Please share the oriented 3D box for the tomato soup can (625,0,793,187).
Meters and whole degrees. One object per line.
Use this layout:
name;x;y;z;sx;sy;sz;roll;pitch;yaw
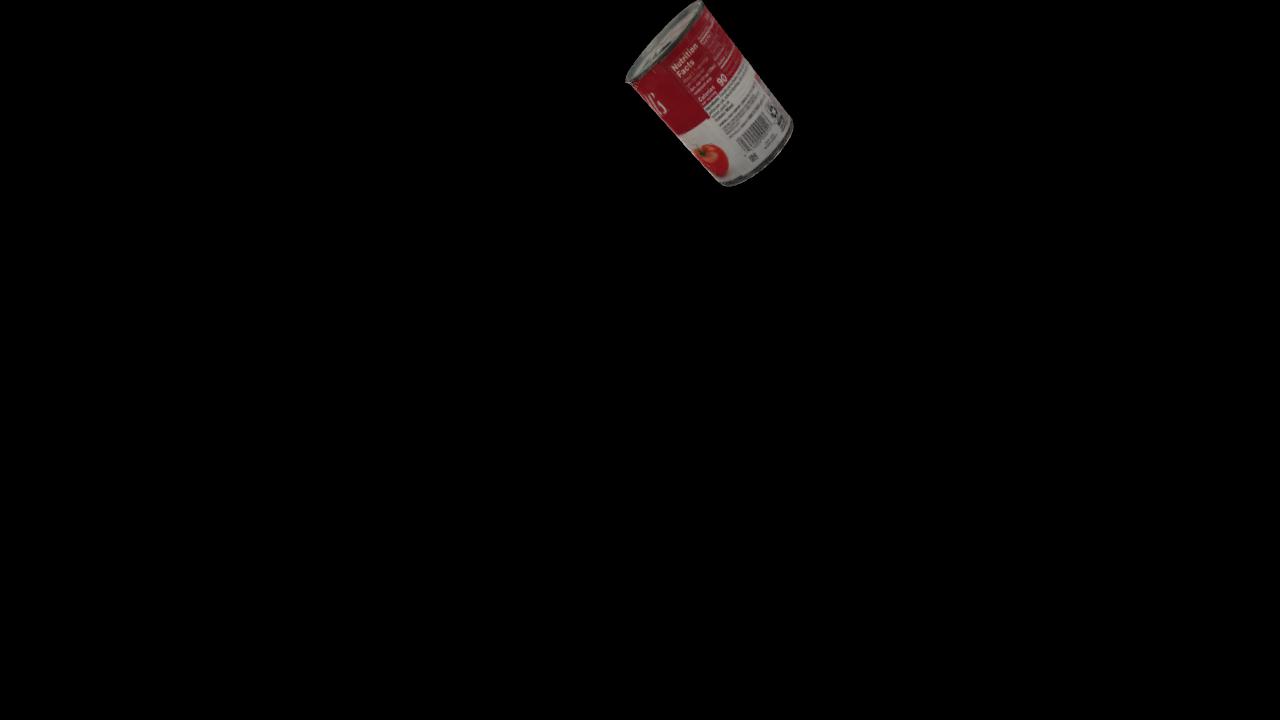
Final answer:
tomato soup can;0.049;-0.177;0.418;0.101;0.068;0.068;39;-20;-26
